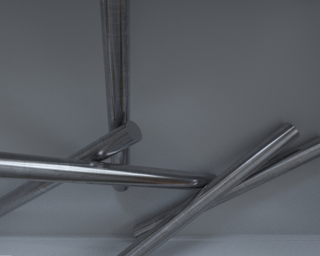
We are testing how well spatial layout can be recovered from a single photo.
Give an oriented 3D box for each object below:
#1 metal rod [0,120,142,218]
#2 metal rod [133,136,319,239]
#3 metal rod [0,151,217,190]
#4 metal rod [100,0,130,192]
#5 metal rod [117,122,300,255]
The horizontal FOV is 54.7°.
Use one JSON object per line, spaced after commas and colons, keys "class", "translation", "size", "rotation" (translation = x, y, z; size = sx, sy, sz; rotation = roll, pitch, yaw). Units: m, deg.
{"class": "metal rod", "translation": [-0.145, 0.068, 0.393], "size": [0.300, 0.025, 0.025], "rotation": [-29, 109, 26]}
{"class": "metal rod", "translation": [0.096, 0.091, 0.446], "size": [0.301, 0.025, 0.025], "rotation": [-28, 108, 9]}
{"class": "metal rod", "translation": [-0.045, 0.054, 0.356], "size": [0.302, 0.025, 0.025], "rotation": [11, 113, -36]}
{"class": "metal rod", "translation": [-0.045, -0.025, 0.337], "size": [0.025, 0.025, 0.298], "rotation": [4, 135, -2]}
{"class": "metal rod", "translation": [0.059, 0.094, 0.410], "size": [0.301, 0.025, 0.025], "rotation": [-38, 107, -2]}
